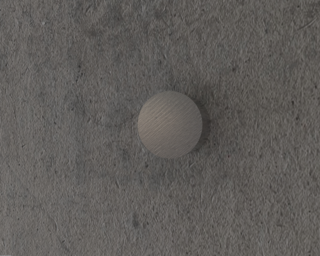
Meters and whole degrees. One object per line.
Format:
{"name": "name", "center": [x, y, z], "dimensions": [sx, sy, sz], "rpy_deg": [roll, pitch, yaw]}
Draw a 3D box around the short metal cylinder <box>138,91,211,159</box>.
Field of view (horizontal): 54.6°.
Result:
{"name": "short metal cylinder", "center": [0.019, -0.004, 0.389], "dimensions": [0.080, 0.050, 0.080], "rpy_deg": [0, 90, 20]}
